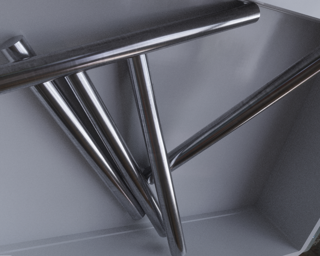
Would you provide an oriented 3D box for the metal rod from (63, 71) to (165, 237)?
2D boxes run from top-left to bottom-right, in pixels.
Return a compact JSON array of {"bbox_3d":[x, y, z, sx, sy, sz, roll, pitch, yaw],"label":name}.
[{"bbox_3d":[-0.042,0.051,0.406,0.025,0.025,0.299,-31,125,-9],"label":"metal rod"}]

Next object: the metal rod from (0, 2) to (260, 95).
[{"bbox_3d":[-0.014,-0.092,0.326,0.302,0.025,0.025,-22,127,-23],"label":"metal rod"}]

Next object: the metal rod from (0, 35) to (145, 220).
[{"bbox_3d":[-0.085,0.025,0.378,0.025,0.025,0.299,-33,129,-7],"label":"metal rod"}]

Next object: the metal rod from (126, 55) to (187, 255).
[{"bbox_3d":[0.000,0.051,0.404,0.025,0.025,0.298,-19,115,-18],"label":"metal rod"}]

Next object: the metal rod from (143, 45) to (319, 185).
[{"bbox_3d":[0.090,-0.011,0.381,0.299,0.025,0.025,-38,134,26],"label":"metal rod"}]
